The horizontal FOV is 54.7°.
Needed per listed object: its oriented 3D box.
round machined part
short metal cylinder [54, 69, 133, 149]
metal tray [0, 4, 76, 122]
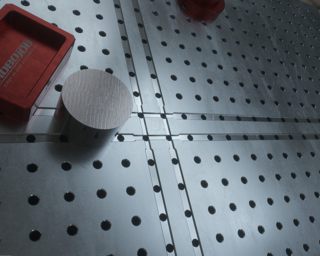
[{"bbox_3d":[0.087,-0.264,0.608,0.099,0.042,0.098,14,56,-21],"label":"round machined part"},{"bbox_3d":[-0.078,-0.022,0.364,0.081,0.050,0.080,14,56,-21],"label":"short metal cylinder"},{"bbox_3d":[-0.168,-0.080,0.363,0.090,0.030,0.130,26,52,-13],"label":"metal tray"}]
